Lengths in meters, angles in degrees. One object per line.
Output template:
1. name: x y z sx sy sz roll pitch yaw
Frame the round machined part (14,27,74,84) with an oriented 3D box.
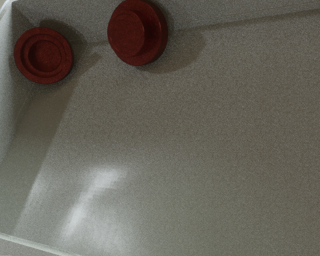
1. round machined part: -0.205 -0.129 0.559 0.098 0.098 0.042 -38 13 2

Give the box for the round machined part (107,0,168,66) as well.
1. round machined part: -0.040 -0.143 0.468 0.098 0.097 0.042 11 23 29
